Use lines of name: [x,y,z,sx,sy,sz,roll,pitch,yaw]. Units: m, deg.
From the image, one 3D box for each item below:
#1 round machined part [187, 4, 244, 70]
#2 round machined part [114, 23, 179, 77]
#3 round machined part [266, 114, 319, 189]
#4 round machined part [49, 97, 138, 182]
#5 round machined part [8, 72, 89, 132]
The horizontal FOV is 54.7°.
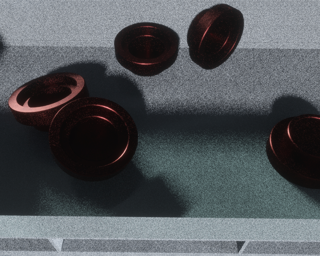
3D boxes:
round machined part: [0.080,-0.143,0.479,0.099,0.097,0.042,-32,55,-24]
round machined part: [-0.021,-0.120,0.491,0.099,0.042,0.098,1,55,-1]
round machined part: [0.185,0.021,0.377,0.099,0.042,0.098,0,50,0]
round machined part: [-0.078,0.016,0.366,0.099,0.042,0.098,7,64,-14]
round machined part: [-0.142,-0.032,0.410,0.099,0.042,0.098,-6,38,5]
